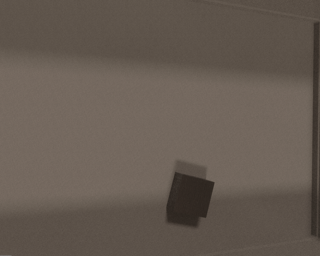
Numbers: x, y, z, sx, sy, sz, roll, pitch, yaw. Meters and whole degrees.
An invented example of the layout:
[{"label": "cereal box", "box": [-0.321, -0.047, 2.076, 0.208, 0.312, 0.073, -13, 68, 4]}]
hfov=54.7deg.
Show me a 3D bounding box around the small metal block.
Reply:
[{"label": "small metal block", "box": [0.042, 0.092, 0.428, 0.050, 0.025, 0.050, 16, 84, -20]}]
